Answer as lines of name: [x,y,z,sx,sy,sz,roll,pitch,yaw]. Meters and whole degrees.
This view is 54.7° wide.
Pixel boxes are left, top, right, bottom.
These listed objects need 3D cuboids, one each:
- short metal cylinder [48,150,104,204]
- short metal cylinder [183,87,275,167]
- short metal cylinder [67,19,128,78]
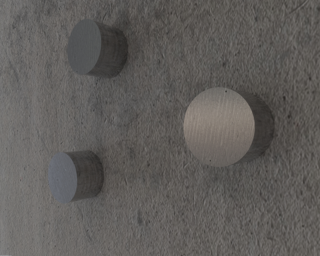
short metal cylinder: [-0.137,0.077,0.502,0.080,0.050,0.080,0,90,40]
short metal cylinder: [0.072,-0.001,0.329,0.080,0.050,0.080,0,90,40]
short metal cylinder: [-0.095,-0.117,0.467,0.080,0.050,0.080,0,90,40]
